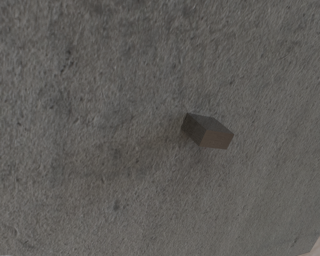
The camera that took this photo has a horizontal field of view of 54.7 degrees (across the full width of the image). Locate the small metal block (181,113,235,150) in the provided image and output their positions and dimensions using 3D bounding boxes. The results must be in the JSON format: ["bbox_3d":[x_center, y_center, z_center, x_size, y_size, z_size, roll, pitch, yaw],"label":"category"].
[{"bbox_3d":[0.065,0.004,0.431,0.050,0.050,0.025,8,114,-33],"label":"small metal block"}]
